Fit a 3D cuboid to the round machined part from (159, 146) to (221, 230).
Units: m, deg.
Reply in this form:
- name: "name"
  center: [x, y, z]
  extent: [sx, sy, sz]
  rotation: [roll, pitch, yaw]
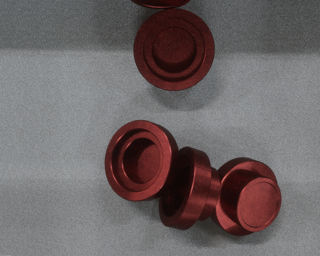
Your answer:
- name: "round machined part"
  center: [0.038, 0.075, 0.377]
  extent: [0.042, 0.098, 0.098]
  rotation: [19, 90, -15]

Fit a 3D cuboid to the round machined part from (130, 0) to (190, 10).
- name: "round machined part"
  center: [0.000, -0.161, 0.333]
  extent: [0.099, 0.098, 0.042]
  rotation: [1, 91, 0]

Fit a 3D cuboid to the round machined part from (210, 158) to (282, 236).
- name: "round machined part"
  center: [0.110, 0.089, 0.386]
  extent: [0.099, 0.042, 0.097]
  rotation: [-4, 99, -23]

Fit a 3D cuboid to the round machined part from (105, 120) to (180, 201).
- name: "round machined part"
  center: [-0.018, 0.042, 0.388]
  extent: [0.098, 0.042, 0.098]
  rotation: [-7, 76, 30]

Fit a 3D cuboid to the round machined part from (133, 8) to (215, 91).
- name: "round machined part"
  center: [0.018, -0.099, 0.394]
  extent: [0.099, 0.042, 0.097]
  rotation: [1, 106, 3]
